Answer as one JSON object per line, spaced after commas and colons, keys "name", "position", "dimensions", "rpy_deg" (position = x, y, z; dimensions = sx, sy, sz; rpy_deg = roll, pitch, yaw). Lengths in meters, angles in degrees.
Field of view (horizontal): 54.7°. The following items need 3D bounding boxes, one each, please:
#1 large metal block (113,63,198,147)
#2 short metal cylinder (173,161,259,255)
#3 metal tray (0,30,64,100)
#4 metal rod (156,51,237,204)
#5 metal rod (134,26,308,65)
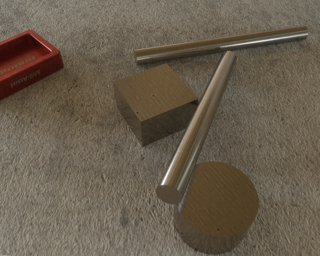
{"name": "large metal block", "position": [-0.007, -0.033, 0.415], "dimensions": [0.081, 0.050, 0.080], "rpy_deg": [-23, 54, -19]}
{"name": "short metal cylinder", "position": [0.055, 0.082, 0.319], "dimensions": [0.081, 0.050, 0.080], "rpy_deg": [0, 50, 0]}
{"name": "metal tray", "position": [-0.230, -0.098, 0.478], "dimensions": [0.131, 0.030, 0.090], "rpy_deg": [-37, 59, -27]}
{"name": "metal rod", "position": [0.060, -0.027, 0.389], "dimensions": [0.025, 0.025, 0.301], "rpy_deg": [16, 40, 13]}
{"name": "metal rod", "position": [0.107, -0.141, 0.522], "dimensions": [0.302, 0.025, 0.025], "rpy_deg": [-11, 51, -10]}
